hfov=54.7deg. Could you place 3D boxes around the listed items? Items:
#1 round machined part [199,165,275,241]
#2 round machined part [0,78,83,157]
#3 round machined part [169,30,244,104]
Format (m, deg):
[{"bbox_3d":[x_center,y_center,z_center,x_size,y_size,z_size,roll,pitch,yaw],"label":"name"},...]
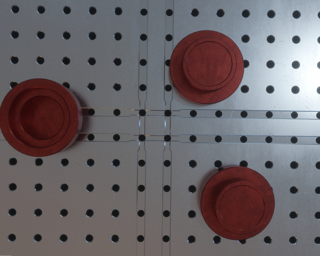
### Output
[{"bbox_3d":[0.102,0.099,0.406,0.099,0.042,0.097,0,90,-1],"label":"round machined part"},{"bbox_3d":[-0.150,-0.013,0.403,0.099,0.042,0.097,0,90,-1],"label":"round machined part"},{"bbox_3d":[0.062,-0.080,0.406,0.099,0.042,0.097,0,90,0],"label":"round machined part"}]
